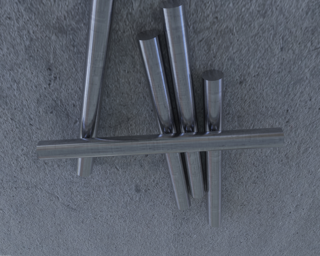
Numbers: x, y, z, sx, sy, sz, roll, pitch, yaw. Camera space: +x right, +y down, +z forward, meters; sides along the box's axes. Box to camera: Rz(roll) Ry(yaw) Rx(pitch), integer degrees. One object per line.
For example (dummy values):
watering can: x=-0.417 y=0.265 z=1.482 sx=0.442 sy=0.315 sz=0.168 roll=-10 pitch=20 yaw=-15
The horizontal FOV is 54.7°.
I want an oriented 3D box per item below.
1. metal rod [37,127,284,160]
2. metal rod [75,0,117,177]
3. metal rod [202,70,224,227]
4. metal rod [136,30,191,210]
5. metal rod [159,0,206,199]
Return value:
metal rod: x=-0.001 y=0.020 z=0.389 sx=0.302 sy=0.025 sz=0.025 roll=-3 pitch=130 yaw=2
metal rod: x=-0.078 y=-0.048 z=0.365 sx=0.025 sy=0.025 sz=0.298 roll=10 pitch=130 yaw=-9
metal rod: x=0.078 y=0.052 z=0.451 sx=0.025 sy=0.025 sz=0.298 roll=-5 pitch=130 yaw=4
metal rod: x=0.013 y=0.015 z=0.419 sx=0.025 sy=0.025 sz=0.298 roll=-8 pitch=130 yaw=6
metal rod: x=0.036 y=-0.010 z=0.398 sx=0.025 sy=0.025 sz=0.298 roll=-7 pitch=130 yaw=6
